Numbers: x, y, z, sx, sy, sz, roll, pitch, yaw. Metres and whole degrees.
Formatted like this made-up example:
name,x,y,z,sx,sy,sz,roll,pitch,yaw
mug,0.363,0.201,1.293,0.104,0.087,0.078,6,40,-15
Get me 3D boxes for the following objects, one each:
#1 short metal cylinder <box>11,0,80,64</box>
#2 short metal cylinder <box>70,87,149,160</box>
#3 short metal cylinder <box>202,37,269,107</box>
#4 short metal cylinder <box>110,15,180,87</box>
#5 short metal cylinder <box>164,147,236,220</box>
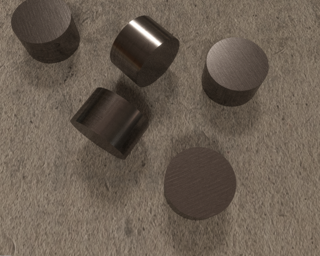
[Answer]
name,x,y,z,sx,sy,sz,roll,pitch,yaw
short metal cylinder,-0.162,-0.140,0.444,0.081,0.050,0.080,0,70,0
short metal cylinder,-0.061,-0.004,0.380,0.080,0.080,0.050,31,73,10
short metal cylinder,0.100,-0.076,0.424,0.081,0.050,0.080,0,70,0
short metal cylinder,-0.020,-0.102,0.416,0.050,0.080,0.080,43,75,13
short metal cylinder,0.045,0.068,0.371,0.081,0.050,0.080,0,70,0
